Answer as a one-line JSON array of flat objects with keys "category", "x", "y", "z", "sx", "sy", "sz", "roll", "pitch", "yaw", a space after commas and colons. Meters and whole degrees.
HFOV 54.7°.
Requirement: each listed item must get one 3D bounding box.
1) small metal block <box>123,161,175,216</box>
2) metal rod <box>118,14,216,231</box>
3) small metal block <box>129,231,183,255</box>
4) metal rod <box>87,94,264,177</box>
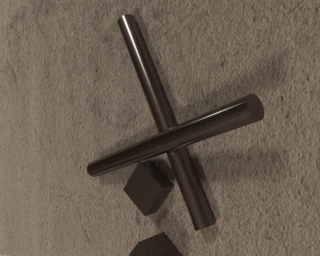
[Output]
[{"category": "small metal block", "x": -0.016, "y": 0.080, "z": 0.416, "sx": 0.050, "sy": 0.025, "sz": 0.050, "roll": 44, "pitch": 116, "yaw": 31}, {"category": "metal rod", "x": 0.002, "y": -0.019, "z": 0.401, "sx": 0.025, "sy": 0.025, "sz": 0.299, "roll": -32, "pitch": 70, "yaw": 35}, {"category": "small metal block", "x": -0.002, "y": 0.164, "z": 0.388, "sx": 0.050, "sy": 0.050, "sz": 0.025, "roll": 46, "pitch": 118, "yaw": 30}, {"category": "metal rod", "x": -0.010, "y": 0.023, "z": 0.380, "sx": 0.299, "sy": 0.025, "sz": 0.025, "roll": -24, "pitch": 75, "yaw": 47}]
